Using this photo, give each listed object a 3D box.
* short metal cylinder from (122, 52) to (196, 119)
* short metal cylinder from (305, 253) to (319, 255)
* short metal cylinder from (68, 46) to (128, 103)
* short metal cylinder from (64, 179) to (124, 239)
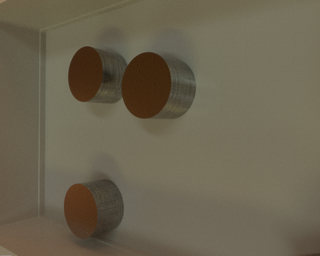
[{"bbox_3d":[-0.002,-0.051,0.391,0.080,0.050,0.079,0,90,39],"label":"short metal cylinder"},{"bbox_3d":[0.147,0.139,0.250,0.080,0.081,0.050,-16,80,38],"label":"short metal cylinder"},{"bbox_3d":[-0.092,-0.077,0.464,0.080,0.050,0.079,0,90,39],"label":"short metal cylinder"},{"bbox_3d":[-0.101,0.121,0.471,0.080,0.050,0.079,0,90,39],"label":"short metal cylinder"}]
